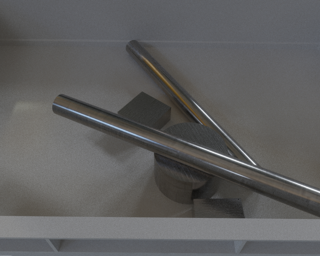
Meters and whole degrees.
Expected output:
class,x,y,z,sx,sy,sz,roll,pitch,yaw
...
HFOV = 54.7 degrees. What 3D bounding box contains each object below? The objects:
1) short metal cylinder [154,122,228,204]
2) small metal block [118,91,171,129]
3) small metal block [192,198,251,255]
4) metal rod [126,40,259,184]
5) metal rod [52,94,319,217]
class,x,y,z,sx,sy,sz,roll,pitch,yaw
short metal cylinder,0.034,0.040,0.356,0.081,0.050,0.080,0,50,0
small metal block,-0.020,-0.016,0.419,0.050,0.025,0.050,31,56,23
small metal block,0.061,0.102,0.321,0.050,0.025,0.050,-1,50,-1
metal rod,0.033,-0.039,0.437,0.025,0.025,0.300,-26,55,-20
metal rod,0.019,0.022,0.321,0.301,0.025,0.025,20,53,15
